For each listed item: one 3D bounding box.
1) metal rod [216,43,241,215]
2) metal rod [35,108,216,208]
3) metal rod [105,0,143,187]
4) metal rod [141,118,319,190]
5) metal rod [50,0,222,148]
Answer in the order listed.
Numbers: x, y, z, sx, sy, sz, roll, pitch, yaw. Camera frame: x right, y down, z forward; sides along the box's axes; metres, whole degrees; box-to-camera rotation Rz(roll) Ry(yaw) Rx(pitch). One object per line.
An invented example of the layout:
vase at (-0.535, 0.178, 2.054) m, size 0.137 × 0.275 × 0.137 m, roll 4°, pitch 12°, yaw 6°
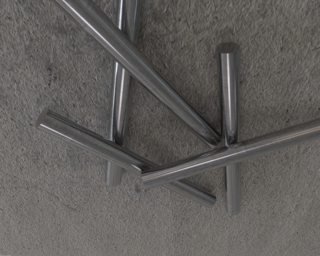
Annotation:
metal rod at (0.099, 0.026, 0.429) m, size 0.025 × 0.025 × 0.298 m, roll -8°, pitch 130°, yaw 6°
metal rod at (-0.024, 0.054, 0.426) m, size 0.301 × 0.025 × 0.025 m, roll 31°, pitch 124°, yaw -34°
metal rod at (-0.048, -0.032, 0.378) m, size 0.025 × 0.025 × 0.298 m, roll 7°, pitch 130°, yaw -6°
metal rod at (0.123, 0.025, 0.400) m, size 0.301 × 0.025 × 0.025 m, roll -17°, pitch 129°, yaw 2°
metal rod at (-0.016, -0.059, 0.327) m, size 0.025 × 0.025 × 0.301 m, roll -30°, pitch 133°, yaw 23°
